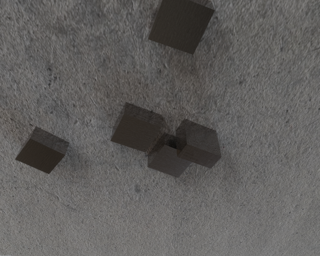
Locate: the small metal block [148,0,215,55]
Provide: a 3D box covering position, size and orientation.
[{"bbox_3d":[0.020,-0.109,0.314,0.050,0.025,0.050,16,128,-13],"label":"small metal block"}]

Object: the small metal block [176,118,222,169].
[{"bbox_3d":[0.050,0.020,0.408,0.050,0.050,0.025,21,127,-17],"label":"small metal block"}]

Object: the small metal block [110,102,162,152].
[{"bbox_3d":[-0.032,0.000,0.407,0.050,0.025,0.050,20,127,-16],"label":"small metal block"}]

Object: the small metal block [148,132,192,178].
[{"bbox_3d":[0.016,0.040,0.441,0.050,0.025,0.050,22,127,-18],"label":"small metal block"}]

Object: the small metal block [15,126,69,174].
[{"bbox_3d":[-0.164,0.032,0.433,0.050,0.025,0.050,31,123,-24],"label":"small metal block"}]
